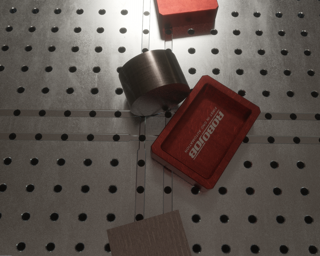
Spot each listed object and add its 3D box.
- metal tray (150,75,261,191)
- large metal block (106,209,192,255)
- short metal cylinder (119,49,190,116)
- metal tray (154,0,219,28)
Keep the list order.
[{"bbox_3d":[0.059,0.005,0.404,0.090,0.030,0.130,34,73,7],"label":"metal tray"},{"bbox_3d":[-0.008,0.144,0.346,0.081,0.050,0.080,-14,71,-6],"label":"large metal block"},{"bbox_3d":[-0.008,-0.057,0.403,0.081,0.080,0.050,-19,71,-7],"label":"short metal cylinder"},{"bbox_3d":[0.034,-0.226,0.492,0.091,0.030,0.129,-8,70,-4],"label":"metal tray"}]
